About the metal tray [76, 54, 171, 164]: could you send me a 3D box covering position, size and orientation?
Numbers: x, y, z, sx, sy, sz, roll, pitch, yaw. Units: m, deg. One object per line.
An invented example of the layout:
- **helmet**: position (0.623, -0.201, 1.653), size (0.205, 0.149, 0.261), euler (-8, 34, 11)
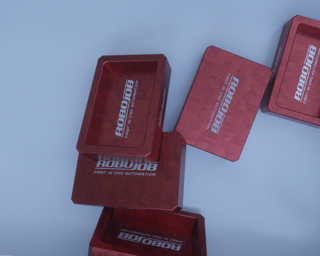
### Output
- **metal tray**: position (-0.041, -0.026, 0.374), size (0.090, 0.030, 0.130), euler (2, 69, 16)

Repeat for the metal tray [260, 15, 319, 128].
- **metal tray**: position (0.197, -0.072, 0.410), size (0.090, 0.030, 0.129), euler (16, 90, 0)

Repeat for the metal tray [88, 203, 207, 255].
- **metal tray**: position (-0.011, 0.134, 0.376), size (0.131, 0.090, 0.030), euler (12, 115, 0)

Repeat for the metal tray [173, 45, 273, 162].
- **metal tray**: position (0.080, -0.031, 0.409), size (0.090, 0.030, 0.129), euler (21, 90, 0)

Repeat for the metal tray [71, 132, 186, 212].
- **metal tray**: position (-0.037, 0.052, 0.378), size (0.130, 0.030, 0.090), euler (0, 72, 15)
